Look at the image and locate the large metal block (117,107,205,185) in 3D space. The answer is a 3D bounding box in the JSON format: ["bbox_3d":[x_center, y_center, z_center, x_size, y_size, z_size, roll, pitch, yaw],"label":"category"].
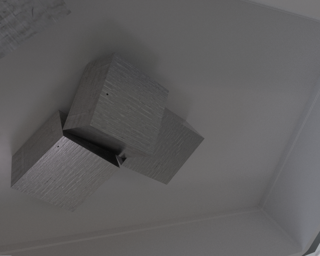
[{"bbox_3d":[-0.004,0.017,0.400,0.080,0.050,0.080,31,101,-38],"label":"large metal block"}]

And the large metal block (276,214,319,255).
[{"bbox_3d":[0.338,0.260,0.740,0.081,0.050,0.079,-5,121,-26],"label":"large metal block"}]

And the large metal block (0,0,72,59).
[{"bbox_3d":[-0.126,-0.098,0.243,0.080,0.080,0.050,-36,129,-5],"label":"large metal block"}]

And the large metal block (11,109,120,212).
[{"bbox_3d":[-0.107,0.040,0.353,0.080,0.050,0.080,-43,130,10],"label":"large metal block"}]

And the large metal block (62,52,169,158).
[{"bbox_3d":[-0.044,-0.020,0.331,0.080,0.050,0.080,31,63,-38],"label":"large metal block"}]
